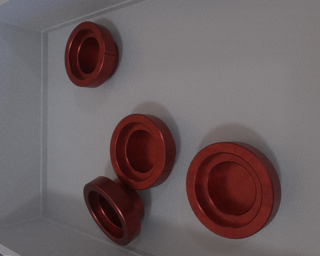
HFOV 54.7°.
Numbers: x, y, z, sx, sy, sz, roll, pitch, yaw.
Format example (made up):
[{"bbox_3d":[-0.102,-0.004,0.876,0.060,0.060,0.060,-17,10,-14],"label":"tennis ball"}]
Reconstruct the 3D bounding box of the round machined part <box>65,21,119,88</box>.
[{"bbox_3d":[-0.102,-0.111,0.480,0.098,0.042,0.097,0,90,40],"label":"round machined part"}]

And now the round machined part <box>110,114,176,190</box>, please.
[{"bbox_3d":[-0.018,0.030,0.411,0.098,0.042,0.097,0,90,40],"label":"round machined part"}]

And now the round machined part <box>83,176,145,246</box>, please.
[{"bbox_3d":[-0.060,0.109,0.429,0.098,0.042,0.097,28,133,35],"label":"round machined part"}]

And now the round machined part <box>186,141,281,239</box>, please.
[{"bbox_3d":[0.080,0.063,0.330,0.098,0.042,0.097,0,90,40],"label":"round machined part"}]
